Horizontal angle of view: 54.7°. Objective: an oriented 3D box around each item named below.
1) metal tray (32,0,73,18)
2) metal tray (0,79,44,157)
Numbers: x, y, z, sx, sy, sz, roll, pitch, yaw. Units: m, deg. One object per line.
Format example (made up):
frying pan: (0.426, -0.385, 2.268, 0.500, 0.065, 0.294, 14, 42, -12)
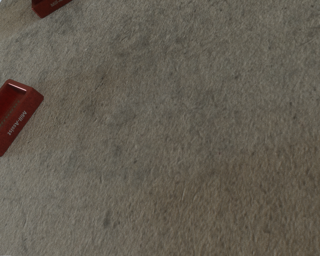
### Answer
metal tray: (-0.234, -0.318, 0.714, 0.130, 0.030, 0.090, -26, 53, 11)
metal tray: (-0.279, -0.021, 0.556, 0.090, 0.030, 0.130, 20, 72, 35)
